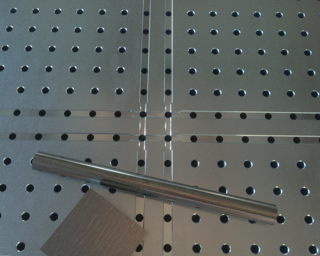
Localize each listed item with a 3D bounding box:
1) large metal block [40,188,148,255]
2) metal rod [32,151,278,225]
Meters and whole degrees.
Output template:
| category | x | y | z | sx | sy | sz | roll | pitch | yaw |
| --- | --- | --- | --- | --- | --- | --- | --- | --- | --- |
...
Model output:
| category | x | y | z | sx | sy | sz | roll | pitch | yaw |
| --- | --- | --- | --- | --- | --- | --- | --- | --- | --- |
| large metal block | -0.070 | 0.127 | 0.351 | 0.080 | 0.050 | 0.080 | 35 | 73 | 11 |
| metal rod | -0.009 | 0.073 | 0.384 | 0.302 | 0.025 | 0.025 | 12 | 71 | 4 |
